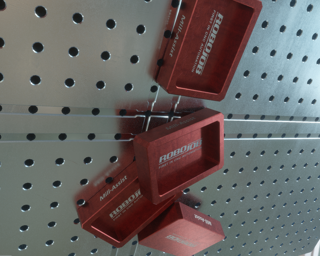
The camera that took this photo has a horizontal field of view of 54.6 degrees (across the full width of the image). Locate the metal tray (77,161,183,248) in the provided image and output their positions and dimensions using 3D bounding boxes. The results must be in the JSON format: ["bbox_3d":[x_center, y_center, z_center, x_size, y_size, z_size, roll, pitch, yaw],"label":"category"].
[{"bbox_3d":[-0.041,0.108,0.451,0.130,0.030,0.090,-41,129,0],"label":"metal tray"}]

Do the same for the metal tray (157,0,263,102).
[{"bbox_3d":[0.059,-0.101,0.376,0.091,0.030,0.129,5,116,-31],"label":"metal tray"}]

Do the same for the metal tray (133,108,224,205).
[{"bbox_3d":[0.031,0.034,0.418,0.131,0.030,0.089,-22,119,-32],"label":"metal tray"}]

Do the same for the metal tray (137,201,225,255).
[{"bbox_3d":[0.036,0.173,0.516,0.090,0.030,0.130,-37,132,21],"label":"metal tray"}]
